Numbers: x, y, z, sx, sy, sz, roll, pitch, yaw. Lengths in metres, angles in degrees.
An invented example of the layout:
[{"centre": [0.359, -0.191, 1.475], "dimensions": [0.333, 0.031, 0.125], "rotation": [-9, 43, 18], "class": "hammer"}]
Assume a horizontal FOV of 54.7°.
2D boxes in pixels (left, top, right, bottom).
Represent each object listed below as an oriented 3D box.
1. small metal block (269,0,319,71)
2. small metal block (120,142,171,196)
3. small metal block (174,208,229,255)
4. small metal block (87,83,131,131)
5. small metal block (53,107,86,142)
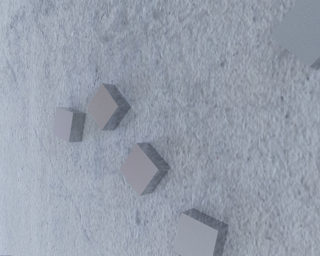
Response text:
[{"centre": [0.142, -0.090, 0.288], "dimensions": [0.050, 0.025, 0.050], "rotation": [50, 119, 28], "class": "small metal block"}, {"centre": [-0.021, 0.055, 0.420], "dimensions": [0.050, 0.025, 0.050], "rotation": [48, 118, 29], "class": "small metal block"}, {"centre": [0.048, 0.130, 0.364], "dimensions": [0.050, 0.025, 0.050], "rotation": [17, 101, 38], "class": "small metal block"}, {"centre": [-0.078, -0.031, 0.467], "dimensions": [0.050, 0.025, 0.050], "rotation": [-51, 60, 27], "class": "small metal block"}, {"centre": [-0.156, -0.007, 0.531], "dimensions": [0.050, 0.025, 0.050], "rotation": [18, 101, 38], "class": "small metal block"}]
